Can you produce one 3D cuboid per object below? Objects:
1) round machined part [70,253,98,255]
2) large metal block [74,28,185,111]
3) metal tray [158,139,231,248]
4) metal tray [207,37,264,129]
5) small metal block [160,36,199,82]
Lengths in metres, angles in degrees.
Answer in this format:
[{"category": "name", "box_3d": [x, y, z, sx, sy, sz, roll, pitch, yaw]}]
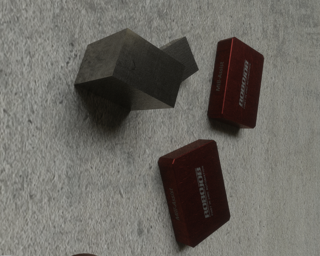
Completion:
[{"category": "round machined part", "box_3d": [-0.090, 0.179, 0.319, 0.099, 0.042, 0.097, 0, 90, -40]}, {"category": "large metal block", "box_3d": [-0.034, -0.058, 0.341, 0.080, 0.080, 0.050, 24, 75, -38]}, {"category": "metal tray", "box_3d": [0.053, 0.090, 0.446, 0.091, 0.030, 0.129, -21, 103, -38]}, {"category": "metal tray", "box_3d": [0.126, -0.070, 0.507, 0.091, 0.030, 0.129, 16, 80, -39]}, {"category": "small metal block", "box_3d": [0.020, -0.090, 0.421, 0.050, 0.025, 0.050, -39, 114, -33]}]
